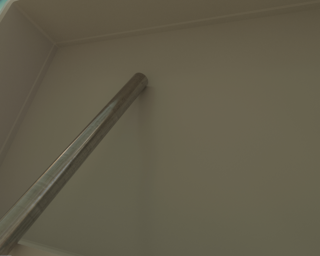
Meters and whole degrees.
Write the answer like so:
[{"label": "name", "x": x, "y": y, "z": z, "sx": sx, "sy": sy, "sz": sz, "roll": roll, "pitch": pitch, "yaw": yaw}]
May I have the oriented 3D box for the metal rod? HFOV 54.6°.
[{"label": "metal rod", "x": -0.085, "y": 0.016, "z": 0.362, "sx": 0.025, "sy": 0.025, "sz": 0.301, "roll": -1, "pitch": 36, "yaw": 28}]
